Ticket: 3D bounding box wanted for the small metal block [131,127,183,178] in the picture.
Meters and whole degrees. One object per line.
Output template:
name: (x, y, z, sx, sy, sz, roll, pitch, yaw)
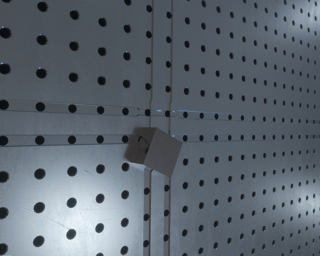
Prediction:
small metal block: (-0.003, 0.032, 0.406, 0.050, 0.025, 0.050, 32, 71, -36)
